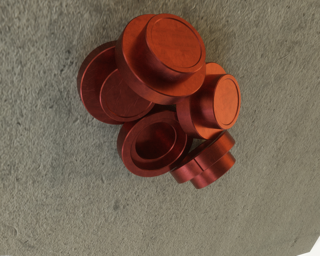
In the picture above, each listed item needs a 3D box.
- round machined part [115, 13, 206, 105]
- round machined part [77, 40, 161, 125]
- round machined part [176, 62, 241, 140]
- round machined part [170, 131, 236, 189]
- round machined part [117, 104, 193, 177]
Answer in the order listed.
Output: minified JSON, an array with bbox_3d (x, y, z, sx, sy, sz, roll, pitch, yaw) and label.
[{"bbox_3d":[0.007,-0.077,0.318,0.099,0.098,0.042,1,160,-29],"label":"round machined part"},{"bbox_3d":[-0.040,-0.046,0.350,0.099,0.042,0.097,-14,125,-21],"label":"round machined part"},{"bbox_3d":[0.067,-0.033,0.387,0.099,0.042,0.097,-8,101,-49],"label":"round machined part"},{"bbox_3d":[0.065,0.047,0.428,0.098,0.098,0.042,-37,89,-4],"label":"round machined part"},{"bbox_3d":[-0.009,0.012,0.401,0.099,0.042,0.097,-14,125,-21],"label":"round machined part"}]
